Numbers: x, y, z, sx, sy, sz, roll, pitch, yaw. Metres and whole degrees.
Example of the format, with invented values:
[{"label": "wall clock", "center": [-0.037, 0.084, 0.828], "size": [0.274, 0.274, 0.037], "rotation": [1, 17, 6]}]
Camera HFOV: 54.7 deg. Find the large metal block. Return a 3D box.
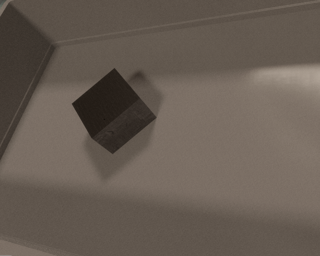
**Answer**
[{"label": "large metal block", "center": [-0.065, -0.025, 0.437], "size": [0.080, 0.050, 0.080], "rotation": [-40, 51, 1]}]
